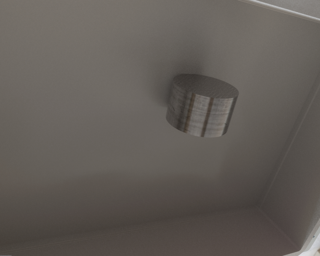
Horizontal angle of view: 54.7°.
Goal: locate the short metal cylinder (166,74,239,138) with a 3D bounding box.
[{"bbox_3d":[0.051,-0.030,0.384,0.081,0.080,0.050,-4,120,-27],"label":"short metal cylinder"}]
